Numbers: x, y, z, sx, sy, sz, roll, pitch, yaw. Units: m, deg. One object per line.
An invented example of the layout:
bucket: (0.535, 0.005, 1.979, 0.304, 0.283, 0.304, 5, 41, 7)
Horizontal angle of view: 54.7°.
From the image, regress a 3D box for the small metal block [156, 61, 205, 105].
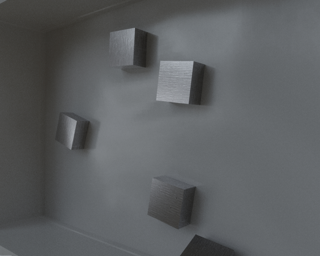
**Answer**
small metal block: (0.025, -0.056, 0.385, 0.050, 0.025, 0.050, 10, 97, 39)

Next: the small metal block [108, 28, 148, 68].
small metal block: (-0.046, -0.112, 0.443, 0.050, 0.025, 0.050, 5, 93, 39)

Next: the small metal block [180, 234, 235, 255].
small metal block: (0.050, 0.153, 0.344, 0.050, 0.050, 0.025, 9, 127, 39)

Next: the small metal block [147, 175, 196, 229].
small metal block: (0.014, 0.093, 0.393, 0.050, 0.025, 0.050, 13, 98, 39)

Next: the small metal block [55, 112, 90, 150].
small metal block: (-0.150, 0.004, 0.528, 0.050, 0.025, 0.050, 23, 105, 37)
